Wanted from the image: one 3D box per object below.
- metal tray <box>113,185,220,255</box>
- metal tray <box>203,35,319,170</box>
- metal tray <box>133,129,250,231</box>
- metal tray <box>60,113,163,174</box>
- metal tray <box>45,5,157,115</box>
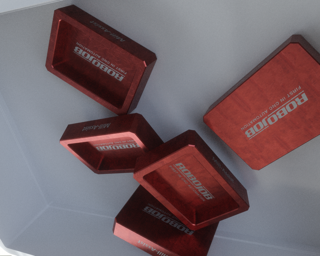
[{"bbox_3d":[0.010,0.140,0.446,0.130,0.090,0.030,24,127,13],"label":"metal tray"},{"bbox_3d":[0.121,-0.021,0.328,0.090,0.030,0.129,44,129,-3],"label":"metal tray"},{"bbox_3d":[0.041,0.071,0.393,0.090,0.030,0.130,-31,118,25],"label":"metal tray"},{"bbox_3d":[-0.062,0.027,0.431,0.130,0.030,0.090,-8,138,31],"label":"metal tray"},{"bbox_3d":[-0.078,-0.083,0.393,0.130,0.030,0.089,32,128,6],"label":"metal tray"}]
